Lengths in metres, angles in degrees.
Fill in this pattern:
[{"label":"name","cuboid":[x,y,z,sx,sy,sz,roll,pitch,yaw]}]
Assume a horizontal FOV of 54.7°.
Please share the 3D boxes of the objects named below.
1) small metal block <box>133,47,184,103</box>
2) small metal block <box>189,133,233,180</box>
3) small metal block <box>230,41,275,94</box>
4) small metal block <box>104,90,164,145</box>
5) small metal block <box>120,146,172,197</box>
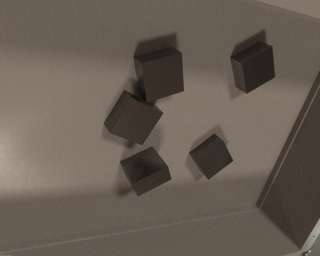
[{"label":"small metal block","cuboid":[-0.001,-0.064,0.370,0.050,0.025,0.050,-19,126,-18]},{"label":"small metal block","cuboid":[0.080,0.045,0.483,0.050,0.025,0.050,-37,130,-4]},{"label":"small metal block","cuboid":[0.129,-0.084,0.430,0.050,0.025,0.050,-30,129,-9]},{"label":"small metal block","cuboid":[-0.033,-0.012,0.385,0.050,0.025,0.050,24,105,-37]},{"label":"small metal block","cuboid":[-0.020,0.057,0.419,0.050,0.050,0.025,-25,128,-14]}]
